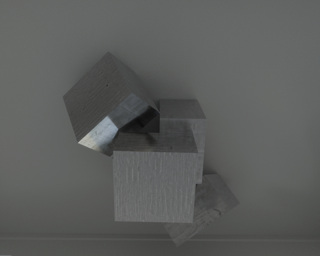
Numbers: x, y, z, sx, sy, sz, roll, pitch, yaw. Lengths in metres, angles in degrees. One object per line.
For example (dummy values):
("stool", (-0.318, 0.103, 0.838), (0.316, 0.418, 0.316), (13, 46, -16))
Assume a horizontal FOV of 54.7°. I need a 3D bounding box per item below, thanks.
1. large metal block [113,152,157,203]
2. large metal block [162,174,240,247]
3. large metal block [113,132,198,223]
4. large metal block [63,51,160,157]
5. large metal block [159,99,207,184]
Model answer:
("large metal block", (-0.029, 0.059, 0.402), (0.050, 0.080, 0.079), (1, 110, -1))
("large metal block", (0.053, 0.105, 0.412), (0.080, 0.080, 0.050), (-39, 71, 13))
("large metal block", (-0.005, 0.051, 0.329), (0.081, 0.050, 0.079), (2, 110, -1))
("large metal block", (-0.059, -0.028, 0.362), (0.080, 0.080, 0.050), (-41, 140, 13))
("large metal block", (0.024, 0.014, 0.384), (0.050, 0.080, 0.079), (1, 110, -1))
